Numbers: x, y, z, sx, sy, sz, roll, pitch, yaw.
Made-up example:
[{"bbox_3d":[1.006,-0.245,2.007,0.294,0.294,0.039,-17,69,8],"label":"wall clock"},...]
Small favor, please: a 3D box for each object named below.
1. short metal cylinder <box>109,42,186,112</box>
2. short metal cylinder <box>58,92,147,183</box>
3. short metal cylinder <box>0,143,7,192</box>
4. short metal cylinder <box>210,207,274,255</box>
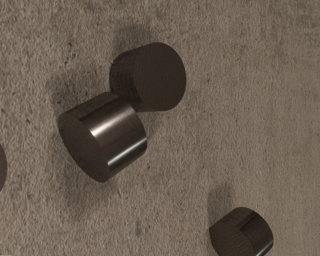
[{"bbox_3d":[-0.014,-0.059,0.378,0.081,0.050,0.079,0,90,-40],"label":"short metal cylinder"},{"bbox_3d":[-0.060,0.009,0.321,0.050,0.080,0.080,-35,112,-35],"label":"short metal cylinder"},{"bbox_3d":[-0.171,0.032,0.245,0.081,0.050,0.079,0,90,-40],"label":"short metal cylinder"},{"bbox_3d":[0.125,0.170,0.477,0.050,0.080,0.079,-22,104,-38],"label":"short metal cylinder"}]
